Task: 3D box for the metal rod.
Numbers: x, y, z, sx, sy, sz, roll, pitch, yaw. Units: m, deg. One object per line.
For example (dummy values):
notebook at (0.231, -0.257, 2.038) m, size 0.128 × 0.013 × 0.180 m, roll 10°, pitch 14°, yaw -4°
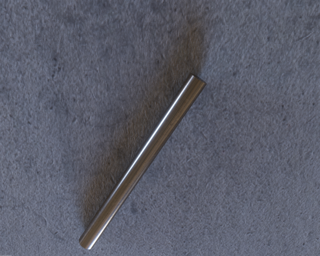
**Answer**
metal rod at (-0.032, 0.056, 0.430) m, size 0.025 × 0.025 × 0.299 m, roll 31°, pitch 107°, yaw -11°
